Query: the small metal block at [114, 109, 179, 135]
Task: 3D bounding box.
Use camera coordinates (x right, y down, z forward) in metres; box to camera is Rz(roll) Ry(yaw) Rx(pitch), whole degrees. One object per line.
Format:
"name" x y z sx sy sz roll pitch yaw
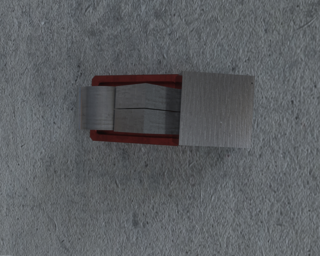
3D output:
"small metal block" -0.015 -0.007 0.346 0.050 0.050 0.025 3 90 46

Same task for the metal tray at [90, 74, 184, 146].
"metal tray" -0.029 -0.025 0.417 0.130 0.030 0.089 2 91 19

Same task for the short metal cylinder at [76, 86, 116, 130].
"short metal cylinder" -0.063 -0.023 0.390 0.080 0.080 0.050 1 91 20

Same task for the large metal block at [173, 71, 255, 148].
"large metal block" 0.060 -0.020 0.360 0.081 0.050 0.079 3 91 -6

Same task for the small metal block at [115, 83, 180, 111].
"small metal block" -0.014 -0.033 0.346 0.050 0.050 0.025 3 90 46
